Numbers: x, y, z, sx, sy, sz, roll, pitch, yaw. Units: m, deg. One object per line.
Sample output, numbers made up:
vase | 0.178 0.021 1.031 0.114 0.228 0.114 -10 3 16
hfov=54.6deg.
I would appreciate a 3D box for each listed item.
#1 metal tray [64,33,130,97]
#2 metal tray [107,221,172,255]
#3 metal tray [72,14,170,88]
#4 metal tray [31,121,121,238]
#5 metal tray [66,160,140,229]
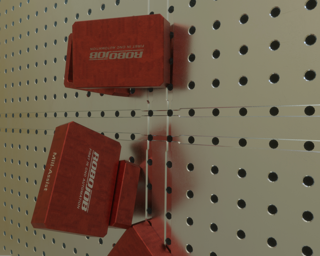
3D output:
metal tray | -0.098 -0.101 0.488 0.130 0.030 0.089 13 99 39
metal tray | -0.036 0.207 0.437 0.090 0.030 0.129 48 118 29
metal tray | -0.053 -0.099 0.418 0.130 0.030 0.089 1 94 17
metal tray | -0.101 0.067 0.399 0.030 0.090 0.130 -14 59 38
metal tray | -0.092 0.100 0.463 0.130 0.030 0.090 -11 61 39
